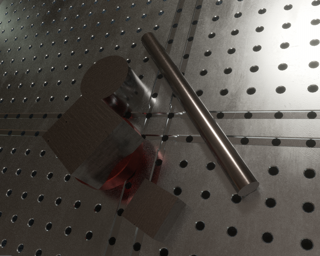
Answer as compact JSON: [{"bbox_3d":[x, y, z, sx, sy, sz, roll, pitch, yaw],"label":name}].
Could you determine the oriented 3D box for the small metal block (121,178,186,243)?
[{"bbox_3d":[-0.007,0.093,0.354,0.050,0.025,0.050,24,75,36],"label":"small metal block"}]

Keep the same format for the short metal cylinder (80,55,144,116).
[{"bbox_3d":[-0.071,-0.061,0.465,0.080,0.050,0.080,-13,56,20],"label":"short metal cylinder"}]

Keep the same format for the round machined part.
[{"bbox_3d":[-0.065,0.035,0.408,0.098,0.042,0.098,-13,56,20],"label":"round machined part"}]

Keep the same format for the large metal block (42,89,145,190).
[{"bbox_3d":[-0.080,0.012,0.371,0.080,0.050,0.080,-47,52,-5],"label":"large metal block"}]

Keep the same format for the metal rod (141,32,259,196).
[{"bbox_3d":[0.036,-0.041,0.413,0.025,0.025,0.300,-33,52,6],"label":"metal rod"}]
